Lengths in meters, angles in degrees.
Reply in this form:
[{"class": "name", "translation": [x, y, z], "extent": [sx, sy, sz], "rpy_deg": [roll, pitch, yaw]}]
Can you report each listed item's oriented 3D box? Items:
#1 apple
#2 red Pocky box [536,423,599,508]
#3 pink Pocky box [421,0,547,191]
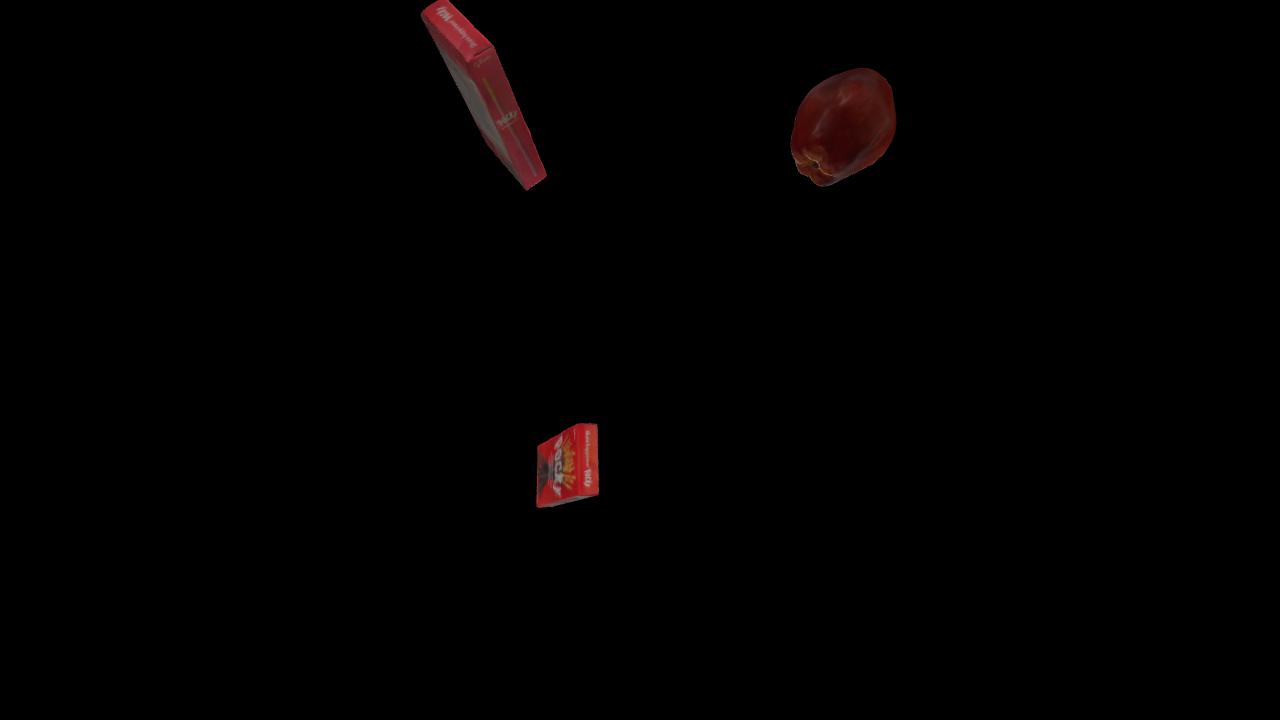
[{"class": "apple", "translation": [0.164, -0.188, 0.494], "extent": [0.079, 0.093, 0.079], "rpy_deg": [40, -12, 10]}, {"class": "red Pocky box", "translation": [-0.091, 0.131, 0.746], "extent": [0.028, 0.083, 0.155], "rpy_deg": [7, -20, -25]}, {"class": "pink Pocky box", "translation": [-0.136, -0.234, 0.558], "extent": [0.029, 0.084, 0.155], "rpy_deg": [-36, -25, -8]}]
